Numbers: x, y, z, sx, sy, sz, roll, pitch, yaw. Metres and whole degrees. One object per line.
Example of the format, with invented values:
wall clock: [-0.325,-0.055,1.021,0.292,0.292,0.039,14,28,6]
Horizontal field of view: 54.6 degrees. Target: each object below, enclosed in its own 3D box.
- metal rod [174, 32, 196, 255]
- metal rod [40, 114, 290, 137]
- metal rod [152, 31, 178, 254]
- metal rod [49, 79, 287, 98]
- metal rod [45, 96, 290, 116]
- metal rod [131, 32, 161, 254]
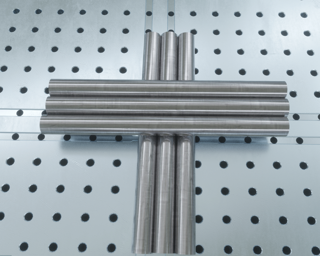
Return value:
metal rod: [0.034,0.006,0.410,0.025,0.025,0.299,2,70,1]
metal rod: [0.006,-0.003,0.386,0.302,0.025,0.025,1,70,0]
metal rod: [0.009,0.004,0.410,0.025,0.025,0.299,2,70,1]
metal rod: [0.010,-0.050,0.404,0.302,0.025,0.025,1,70,0]
metal rod: [0.009,-0.027,0.395,0.302,0.025,0.025,1,70,0]
metal rod: [-0.016,0.005,0.410,0.025,0.025,0.299,2,70,1]
